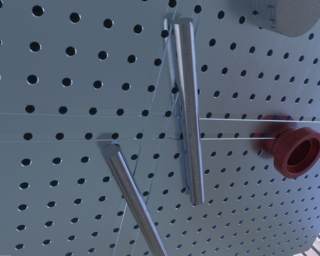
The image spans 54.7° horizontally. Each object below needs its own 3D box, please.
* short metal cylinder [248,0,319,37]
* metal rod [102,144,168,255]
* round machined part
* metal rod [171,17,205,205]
[{"bbox_3d":[0.159,-0.159,0.386,0.081,0.050,0.079,-14,124,-21],"label":"short metal cylinder"},{"bbox_3d":[-0.026,0.141,0.486,0.025,0.025,0.299,-27,128,-12],"label":"metal rod"},{"bbox_3d":[0.245,0.040,0.562,0.099,0.042,0.097,-14,125,-21],"label":"round machined part"},{"bbox_3d":[0.044,-0.001,0.436,0.025,0.025,0.298,-21,127,-17],"label":"metal rod"}]
